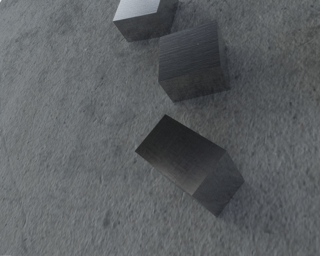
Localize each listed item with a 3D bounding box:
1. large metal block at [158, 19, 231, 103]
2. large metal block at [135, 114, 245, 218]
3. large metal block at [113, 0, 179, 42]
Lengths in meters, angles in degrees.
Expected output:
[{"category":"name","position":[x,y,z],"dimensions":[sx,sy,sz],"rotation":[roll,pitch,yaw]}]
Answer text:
[{"category":"large metal block","position":[0.046,-0.088,0.417],"dimensions":[0.080,0.050,0.080],"rotation":[-11,57,21]},{"category":"large metal block","position":[0.033,0.040,0.326],"dimensions":[0.080,0.080,0.050],"rotation":[33,80,38]},{"category":"large metal block","position":[-0.022,-0.196,0.518],"dimensions":[0.080,0.050,0.080],"rotation":[0,61,27]}]
